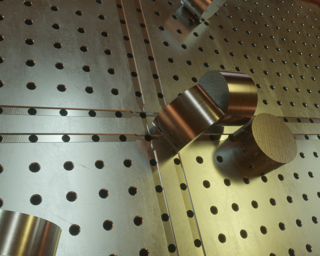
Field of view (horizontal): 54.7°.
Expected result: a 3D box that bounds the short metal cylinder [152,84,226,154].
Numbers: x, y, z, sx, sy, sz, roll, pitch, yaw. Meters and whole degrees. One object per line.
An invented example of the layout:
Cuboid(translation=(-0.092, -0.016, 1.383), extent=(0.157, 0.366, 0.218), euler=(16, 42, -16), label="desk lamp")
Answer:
Cuboid(translation=(0.037, -0.011, 0.400), extent=(0.081, 0.080, 0.050), euler=(-33, 81, -38), label="short metal cylinder")

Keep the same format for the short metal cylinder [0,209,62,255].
Cuboid(translation=(-0.125, 0.101, 0.244), extent=(0.081, 0.080, 0.050), euler=(17, 55, -19), label="short metal cylinder")

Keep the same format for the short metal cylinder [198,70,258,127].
Cuboid(translation=(0.093, -0.042, 0.448), extent=(0.050, 0.080, 0.080), euler=(-1, 62, -29), label="short metal cylinder")

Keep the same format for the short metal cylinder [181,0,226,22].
Cuboid(translation=(0.085, -0.241, 0.565), extent=(0.050, 0.080, 0.080), euler=(47, 51, 5), label="short metal cylinder")

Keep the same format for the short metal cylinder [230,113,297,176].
Cuboid(translation=(0.153, 0.025, 0.459), extent=(0.081, 0.050, 0.080), euler=(14, 56, -21), label="short metal cylinder")
